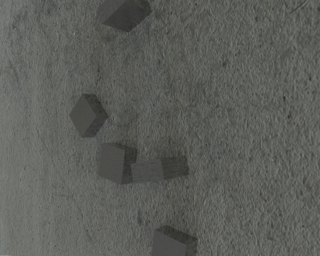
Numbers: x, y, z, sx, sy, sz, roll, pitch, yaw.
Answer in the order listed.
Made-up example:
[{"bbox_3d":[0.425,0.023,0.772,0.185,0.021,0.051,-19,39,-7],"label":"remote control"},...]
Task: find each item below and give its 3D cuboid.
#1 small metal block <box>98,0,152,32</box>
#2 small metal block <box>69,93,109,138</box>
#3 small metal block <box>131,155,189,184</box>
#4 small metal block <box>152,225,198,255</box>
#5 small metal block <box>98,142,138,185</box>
[{"bbox_3d":[-0.049,-0.163,0.429,0.050,0.050,0.025,-29,72,36],"label":"small metal block"},{"bbox_3d":[-0.116,-0.020,0.501,0.050,0.025,0.050,-50,61,28],"label":"small metal block"},{"bbox_3d":[0.000,0.052,0.389,0.050,0.050,0.025,-15,81,39],"label":"small metal block"},{"bbox_3d":[0.017,0.158,0.391,0.050,0.025,0.050,11,97,39],"label":"small metal block"},{"bbox_3d":[-0.062,0.051,0.457,0.050,0.025,0.050,13,98,39],"label":"small metal block"}]
